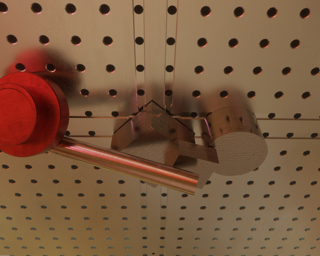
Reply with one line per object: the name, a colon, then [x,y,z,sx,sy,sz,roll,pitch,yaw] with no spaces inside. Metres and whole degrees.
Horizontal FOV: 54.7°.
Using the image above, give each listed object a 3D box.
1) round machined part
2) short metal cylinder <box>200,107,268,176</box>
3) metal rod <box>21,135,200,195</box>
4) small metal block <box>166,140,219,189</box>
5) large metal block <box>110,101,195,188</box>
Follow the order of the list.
round machined part: [-0.158,-0.015,0.350,0.098,0.042,0.097,0,92,10]
short metal cylinder: [0.096,0.019,0.412,0.081,0.050,0.079,0,130,0]
metal rod: [-0.102,0.026,0.375,0.301,0.025,0.025,15,131,9]
small metal block: [0.038,0.046,0.383,0.050,0.025,0.050,14,129,-13]
large metal block: [-0.009,0.025,0.413,0.080,0.050,0.080,36,121,-27]
